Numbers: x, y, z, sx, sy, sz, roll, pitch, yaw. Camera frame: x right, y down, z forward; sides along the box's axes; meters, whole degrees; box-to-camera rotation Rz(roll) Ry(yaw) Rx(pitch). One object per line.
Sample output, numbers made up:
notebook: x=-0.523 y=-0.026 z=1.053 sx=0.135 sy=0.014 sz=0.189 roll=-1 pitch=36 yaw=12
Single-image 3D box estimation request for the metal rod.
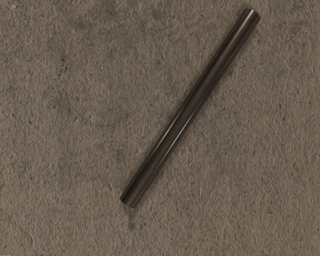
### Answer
metal rod: x=0.040 y=-0.026 z=0.410 sx=0.025 sy=0.025 sz=0.299 roll=34 pitch=90 yaw=-1
